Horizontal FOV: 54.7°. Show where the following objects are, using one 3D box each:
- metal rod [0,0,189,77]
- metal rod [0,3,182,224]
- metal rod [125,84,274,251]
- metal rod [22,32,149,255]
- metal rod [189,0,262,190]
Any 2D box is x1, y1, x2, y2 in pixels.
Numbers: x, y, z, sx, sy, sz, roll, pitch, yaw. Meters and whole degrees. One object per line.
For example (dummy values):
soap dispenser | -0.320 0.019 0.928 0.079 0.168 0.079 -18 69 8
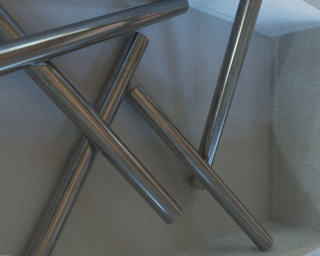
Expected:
metal rod | -0.058 -0.106 0.327 0.302 0.025 0.025 -37 113 -44
metal rod | -0.075 -0.009 0.314 0.300 0.025 0.025 51 60 -18
metal rod | 0.061 0.063 0.418 0.300 0.025 0.025 49 60 -15
metal rod | -0.079 0.021 0.340 0.025 0.025 0.300 35 69 -35
metal rod | 0.084 -0.051 0.399 0.025 0.025 0.298 -8 119 -40
